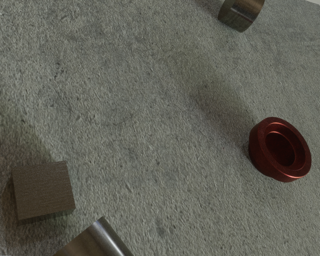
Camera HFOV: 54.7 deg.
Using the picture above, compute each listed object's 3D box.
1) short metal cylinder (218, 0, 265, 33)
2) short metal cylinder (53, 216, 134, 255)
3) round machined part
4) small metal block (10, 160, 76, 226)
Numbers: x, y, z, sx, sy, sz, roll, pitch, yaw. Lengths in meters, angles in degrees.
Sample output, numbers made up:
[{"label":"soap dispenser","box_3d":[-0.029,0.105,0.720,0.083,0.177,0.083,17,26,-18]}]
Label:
[{"label":"short metal cylinder","box_3d":[0.154,-0.231,0.592,0.050,0.080,0.080,25,53,-13]},{"label":"short metal cylinder","box_3d":[-0.065,0.120,0.260,0.081,0.080,0.050,-34,81,-38]},{"label":"round machined part","box_3d":[0.173,0.035,0.464,0.099,0.042,0.098,14,56,-21]},{"label":"small metal block","box_3d":[-0.115,0.063,0.303,0.050,0.025,0.050,-5,65,-31]}]
